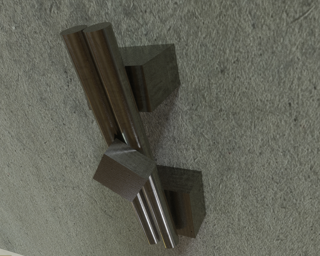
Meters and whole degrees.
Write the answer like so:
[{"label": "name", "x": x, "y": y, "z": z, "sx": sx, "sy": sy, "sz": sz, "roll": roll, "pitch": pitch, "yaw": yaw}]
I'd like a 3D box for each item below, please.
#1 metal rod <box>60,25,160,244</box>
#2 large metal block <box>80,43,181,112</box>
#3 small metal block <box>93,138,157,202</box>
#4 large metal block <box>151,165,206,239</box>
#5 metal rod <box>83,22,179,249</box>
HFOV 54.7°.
[{"label": "metal rod", "x": -0.043, "y": 0.033, "z": 0.357, "sx": 0.025, "sy": 0.025, "sz": 0.298, "roll": 3, "pitch": 127, "yaw": 27}, {"label": "large metal block", "x": -0.032, "y": -0.059, "z": 0.353, "sx": 0.080, "sy": 0.080, "sz": 0.050, "roll": 3, "pitch": 120, "yaw": 26}, {"label": "small metal block", "x": -0.038, "y": 0.046, "z": 0.331, "sx": 0.050, "sy": 0.025, "sz": 0.050, "roll": 32, "pitch": 134, "yaw": 0}, {"label": "large metal block", "x": 0.017, "y": 0.103, "z": 0.446, "sx": 0.080, "sy": 0.050, "sz": 0.079, "roll": 5, "pitch": 121, "yaw": 25}, {"label": "metal rod", "x": -0.020, "y": 0.034, "z": 0.346, "sx": 0.025, "sy": 0.025, "sz": 0.298, "roll": 3, "pitch": 127, "yaw": 27}]
